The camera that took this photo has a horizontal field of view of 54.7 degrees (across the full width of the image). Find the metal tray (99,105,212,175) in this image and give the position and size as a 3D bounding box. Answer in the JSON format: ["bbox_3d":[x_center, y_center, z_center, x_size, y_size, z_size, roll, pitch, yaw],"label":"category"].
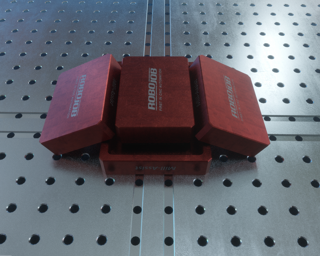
[{"bbox_3d":[-0.005,0.013,0.394,0.131,0.030,0.090,0,50,0],"label":"metal tray"}]

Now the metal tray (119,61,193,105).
[{"bbox_3d":[-0.006,-0.057,0.452,0.131,0.030,0.090,0,50,0],"label":"metal tray"}]

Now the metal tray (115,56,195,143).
[{"bbox_3d":[-0.006,-0.041,0.399,0.091,0.030,0.130,0,50,-1],"label":"metal tray"}]

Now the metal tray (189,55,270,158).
[{"bbox_3d":[0.087,-0.032,0.407,0.091,0.030,0.130,18,47,-21],"label":"metal tray"}]

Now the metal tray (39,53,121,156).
[{"bbox_3d":[-0.100,-0.034,0.408,0.090,0.030,0.130,-17,47,19],"label":"metal tray"}]
